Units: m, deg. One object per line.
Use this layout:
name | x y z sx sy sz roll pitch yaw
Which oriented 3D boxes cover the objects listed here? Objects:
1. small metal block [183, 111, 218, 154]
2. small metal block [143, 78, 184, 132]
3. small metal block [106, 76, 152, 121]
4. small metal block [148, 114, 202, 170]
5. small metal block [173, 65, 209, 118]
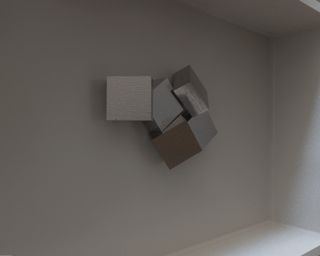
small metal block | 0.052 0.001 0.450 0.050 0.025 0.050 -43 117 -31
small metal block | -0.002 -0.030 0.404 0.050 0.025 0.050 -45 118 -31
small metal block | -0.034 -0.033 0.360 0.050 0.025 0.050 0 89 3
small metal block | 0.020 0.018 0.408 0.050 0.025 0.050 -31 113 -3
small metal block | 0.043 -0.051 0.428 0.050 0.025 0.050 51 25 -28
